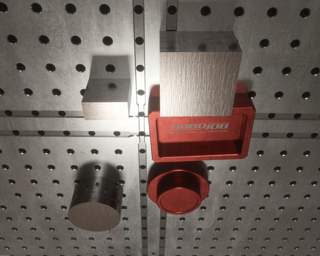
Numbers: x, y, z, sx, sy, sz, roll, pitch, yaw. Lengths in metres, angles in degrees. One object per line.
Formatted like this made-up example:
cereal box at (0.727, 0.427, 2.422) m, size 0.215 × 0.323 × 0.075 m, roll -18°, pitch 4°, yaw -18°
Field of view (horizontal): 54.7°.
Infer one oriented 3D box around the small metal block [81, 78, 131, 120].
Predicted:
small metal block at (-0.061, -0.035, 0.365) m, size 0.050 × 0.050 × 0.025 m, roll 0°, pitch 130°, yaw 0°

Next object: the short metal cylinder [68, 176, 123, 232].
short metal cylinder at (-0.102, 0.123, 0.499) m, size 0.081 × 0.050 × 0.079 m, roll 0°, pitch 130°, yaw 0°

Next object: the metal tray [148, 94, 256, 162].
metal tray at (0.052, 0.002, 0.410) m, size 0.131 × 0.030 × 0.089 m, roll -2°, pitch 130°, yaw 1°

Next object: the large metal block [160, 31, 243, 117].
large metal block at (0.040, -0.060, 0.345) m, size 0.081 × 0.050 × 0.079 m, roll -1°, pitch 130°, yaw 0°

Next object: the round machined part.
round machined part at (0.029, 0.099, 0.486) m, size 0.099 × 0.042 × 0.097 m, roll -1°, pitch 130°, yaw 0°
